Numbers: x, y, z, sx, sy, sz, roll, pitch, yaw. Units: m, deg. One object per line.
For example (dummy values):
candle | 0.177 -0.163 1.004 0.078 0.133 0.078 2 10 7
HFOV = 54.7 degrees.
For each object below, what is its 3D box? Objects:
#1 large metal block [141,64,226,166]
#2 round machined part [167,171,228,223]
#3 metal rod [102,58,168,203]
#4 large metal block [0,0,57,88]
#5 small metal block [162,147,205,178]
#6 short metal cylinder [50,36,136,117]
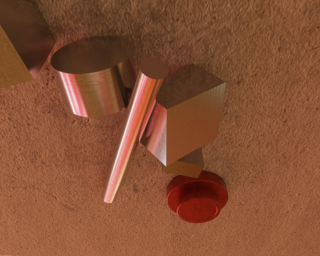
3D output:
large metal block | 0.023 -0.016 0.353 0.081 0.050 0.079 -26 137 -28
round machined part | 0.060 0.116 0.496 0.099 0.042 0.097 -1 130 0
metal rod | -0.044 0.030 0.381 0.025 0.025 0.298 12 145 -10
large metal block | -0.148 -0.093 0.289 0.050 0.080 0.080 -12 129 9
small metal block | 0.030 0.037 0.423 0.050 0.050 0.025 13 129 -11
short metal cylinder | -0.066 -0.055 0.323 0.080 0.080 0.050 -4 130 3
